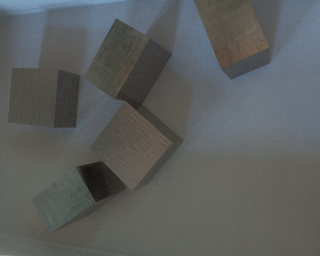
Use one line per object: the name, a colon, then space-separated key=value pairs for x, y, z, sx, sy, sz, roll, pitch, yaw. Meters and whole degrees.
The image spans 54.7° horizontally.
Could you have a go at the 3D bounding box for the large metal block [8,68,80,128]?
large metal block: x=-0.170 y=-0.044 z=0.457 sx=0.080 sy=0.050 sz=0.079 roll=6 pitch=92 yaw=20

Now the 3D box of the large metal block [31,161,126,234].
large metal block: x=-0.106 y=0.090 z=0.419 sx=0.080 sy=0.080 sz=0.050 roll=-36 pitch=79 yaw=16

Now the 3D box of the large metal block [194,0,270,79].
large metal block: x=0.085 y=-0.107 z=0.351 sx=0.050 sy=0.080 sz=0.080 roll=-22 pitch=83 yaw=19

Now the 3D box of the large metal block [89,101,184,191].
large metal block: x=-0.030 y=0.022 z=0.408 sx=0.080 sy=0.050 sz=0.080 roll=42 pitch=103 yaw=15

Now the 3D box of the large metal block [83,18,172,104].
large metal block: x=-0.038 y=-0.080 z=0.394 sx=0.050 sy=0.080 sz=0.080 roll=35 pitch=101 yaw=16
